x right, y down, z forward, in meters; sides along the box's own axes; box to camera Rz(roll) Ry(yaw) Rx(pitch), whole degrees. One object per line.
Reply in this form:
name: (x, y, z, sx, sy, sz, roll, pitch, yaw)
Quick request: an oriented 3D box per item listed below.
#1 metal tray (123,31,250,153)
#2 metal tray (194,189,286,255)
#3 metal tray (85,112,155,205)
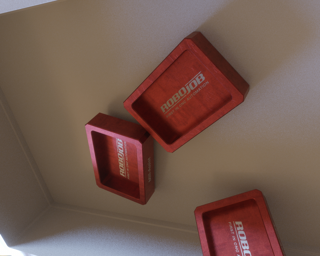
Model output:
metal tray: (0.026, -0.037, 0.368, 0.090, 0.030, 0.129, 46, 129, -5)
metal tray: (0.099, 0.149, 0.371, 0.090, 0.130, 0.030, -22, 143, 17)
metal tray: (-0.055, 0.047, 0.453, 0.090, 0.030, 0.129, 17, 131, 21)
